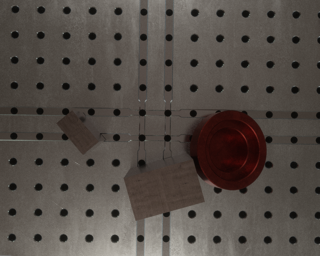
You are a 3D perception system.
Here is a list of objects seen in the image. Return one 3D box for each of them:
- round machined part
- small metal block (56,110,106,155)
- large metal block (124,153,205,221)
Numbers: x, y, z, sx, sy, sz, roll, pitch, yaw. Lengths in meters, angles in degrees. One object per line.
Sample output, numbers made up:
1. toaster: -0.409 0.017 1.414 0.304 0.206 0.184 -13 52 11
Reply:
1. round machined part: 0.083 0.028 0.396 0.099 0.042 0.097 2 85 -20
2. small metal block: -0.100 0.005 0.400 0.025 0.050 0.050 -40 91 0
3. large metal block: 0.005 0.069 0.386 0.080 0.080 0.050 -15 91 0
